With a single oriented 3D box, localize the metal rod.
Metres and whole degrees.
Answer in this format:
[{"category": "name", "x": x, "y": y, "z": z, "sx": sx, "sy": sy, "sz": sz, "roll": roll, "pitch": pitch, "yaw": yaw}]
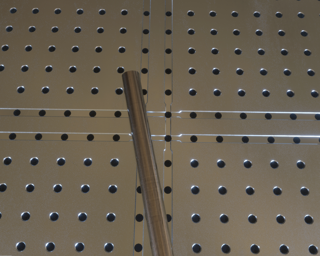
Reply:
[{"category": "metal rod", "x": -0.014, "y": 0.063, "z": 0.388, "sx": 0.025, "sy": 0.025, "sz": 0.299, "roll": -10, "pitch": 70, "yaw": -4}]
